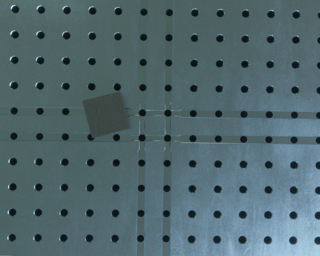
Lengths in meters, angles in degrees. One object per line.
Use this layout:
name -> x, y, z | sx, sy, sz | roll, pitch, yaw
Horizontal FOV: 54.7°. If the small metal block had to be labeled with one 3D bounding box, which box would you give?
small metal block -> -0.070, -0.017, 0.412 | 0.050, 0.025, 0.050 | -14, 90, -1
